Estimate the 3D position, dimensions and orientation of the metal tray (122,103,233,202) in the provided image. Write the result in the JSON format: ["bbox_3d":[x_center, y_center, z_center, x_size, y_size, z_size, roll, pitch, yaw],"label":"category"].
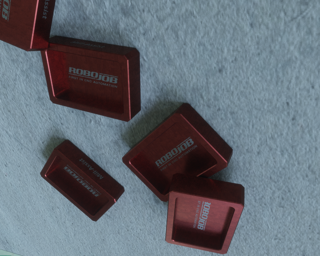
[{"bbox_3d":[0.019,0.038,0.415,0.090,0.030,0.129,46,129,-5],"label":"metal tray"}]

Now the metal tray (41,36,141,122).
[{"bbox_3d":[-0.091,-0.066,0.408,0.130,0.030,0.089,14,124,20],"label":"metal tray"}]

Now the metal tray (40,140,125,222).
[{"bbox_3d":[-0.134,0.092,0.528,0.130,0.030,0.090,41,129,-1],"label":"metal tray"}]

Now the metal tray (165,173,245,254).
[{"bbox_3d":[0.056,0.120,0.421,0.090,0.030,0.129,9,133,7],"label":"metal tray"}]

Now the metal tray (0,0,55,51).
[{"bbox_3d":[-0.169,-0.167,0.366,0.090,0.030,0.129,24,112,13],"label":"metal tray"}]
